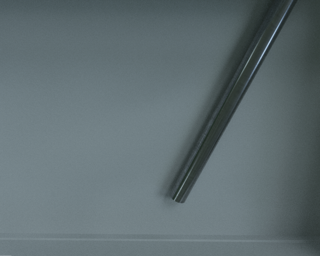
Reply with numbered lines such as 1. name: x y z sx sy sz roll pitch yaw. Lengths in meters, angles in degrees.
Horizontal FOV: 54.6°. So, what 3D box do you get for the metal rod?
1. metal rod: 0.087 -0.027 0.401 0.025 0.025 0.298 23 108 -8
